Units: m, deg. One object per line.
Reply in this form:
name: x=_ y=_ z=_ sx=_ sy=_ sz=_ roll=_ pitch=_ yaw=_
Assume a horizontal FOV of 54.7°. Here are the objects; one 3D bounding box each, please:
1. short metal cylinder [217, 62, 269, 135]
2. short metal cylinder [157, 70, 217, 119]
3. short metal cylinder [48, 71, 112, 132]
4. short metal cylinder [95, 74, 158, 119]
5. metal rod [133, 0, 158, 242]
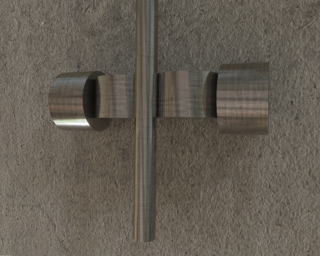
short metal cylinder: x=0.096 y=-0.032 z=0.347 sx=0.050 sy=0.080 sz=0.080 roll=1 pitch=90 yaw=20
short metal cylinder: x=0.033 y=-0.037 z=0.369 sx=0.080 sy=0.080 sz=0.050 roll=1 pitch=91 yaw=20
short metal cylinder: x=-0.103 y=-0.036 z=0.417 sx=0.050 sy=0.080 sz=0.080 roll=1 pitch=90 yaw=20
short metal cylinder: x=-0.042 y=-0.037 z=0.396 sx=0.080 sy=0.080 sz=0.050 roll=1 pitch=91 yaw=20
metal rod: x=-0.016 y=-0.024 z=0.350 sx=0.025 sy=0.025 sz=0.298 roll=1 pitch=90 yaw=20
